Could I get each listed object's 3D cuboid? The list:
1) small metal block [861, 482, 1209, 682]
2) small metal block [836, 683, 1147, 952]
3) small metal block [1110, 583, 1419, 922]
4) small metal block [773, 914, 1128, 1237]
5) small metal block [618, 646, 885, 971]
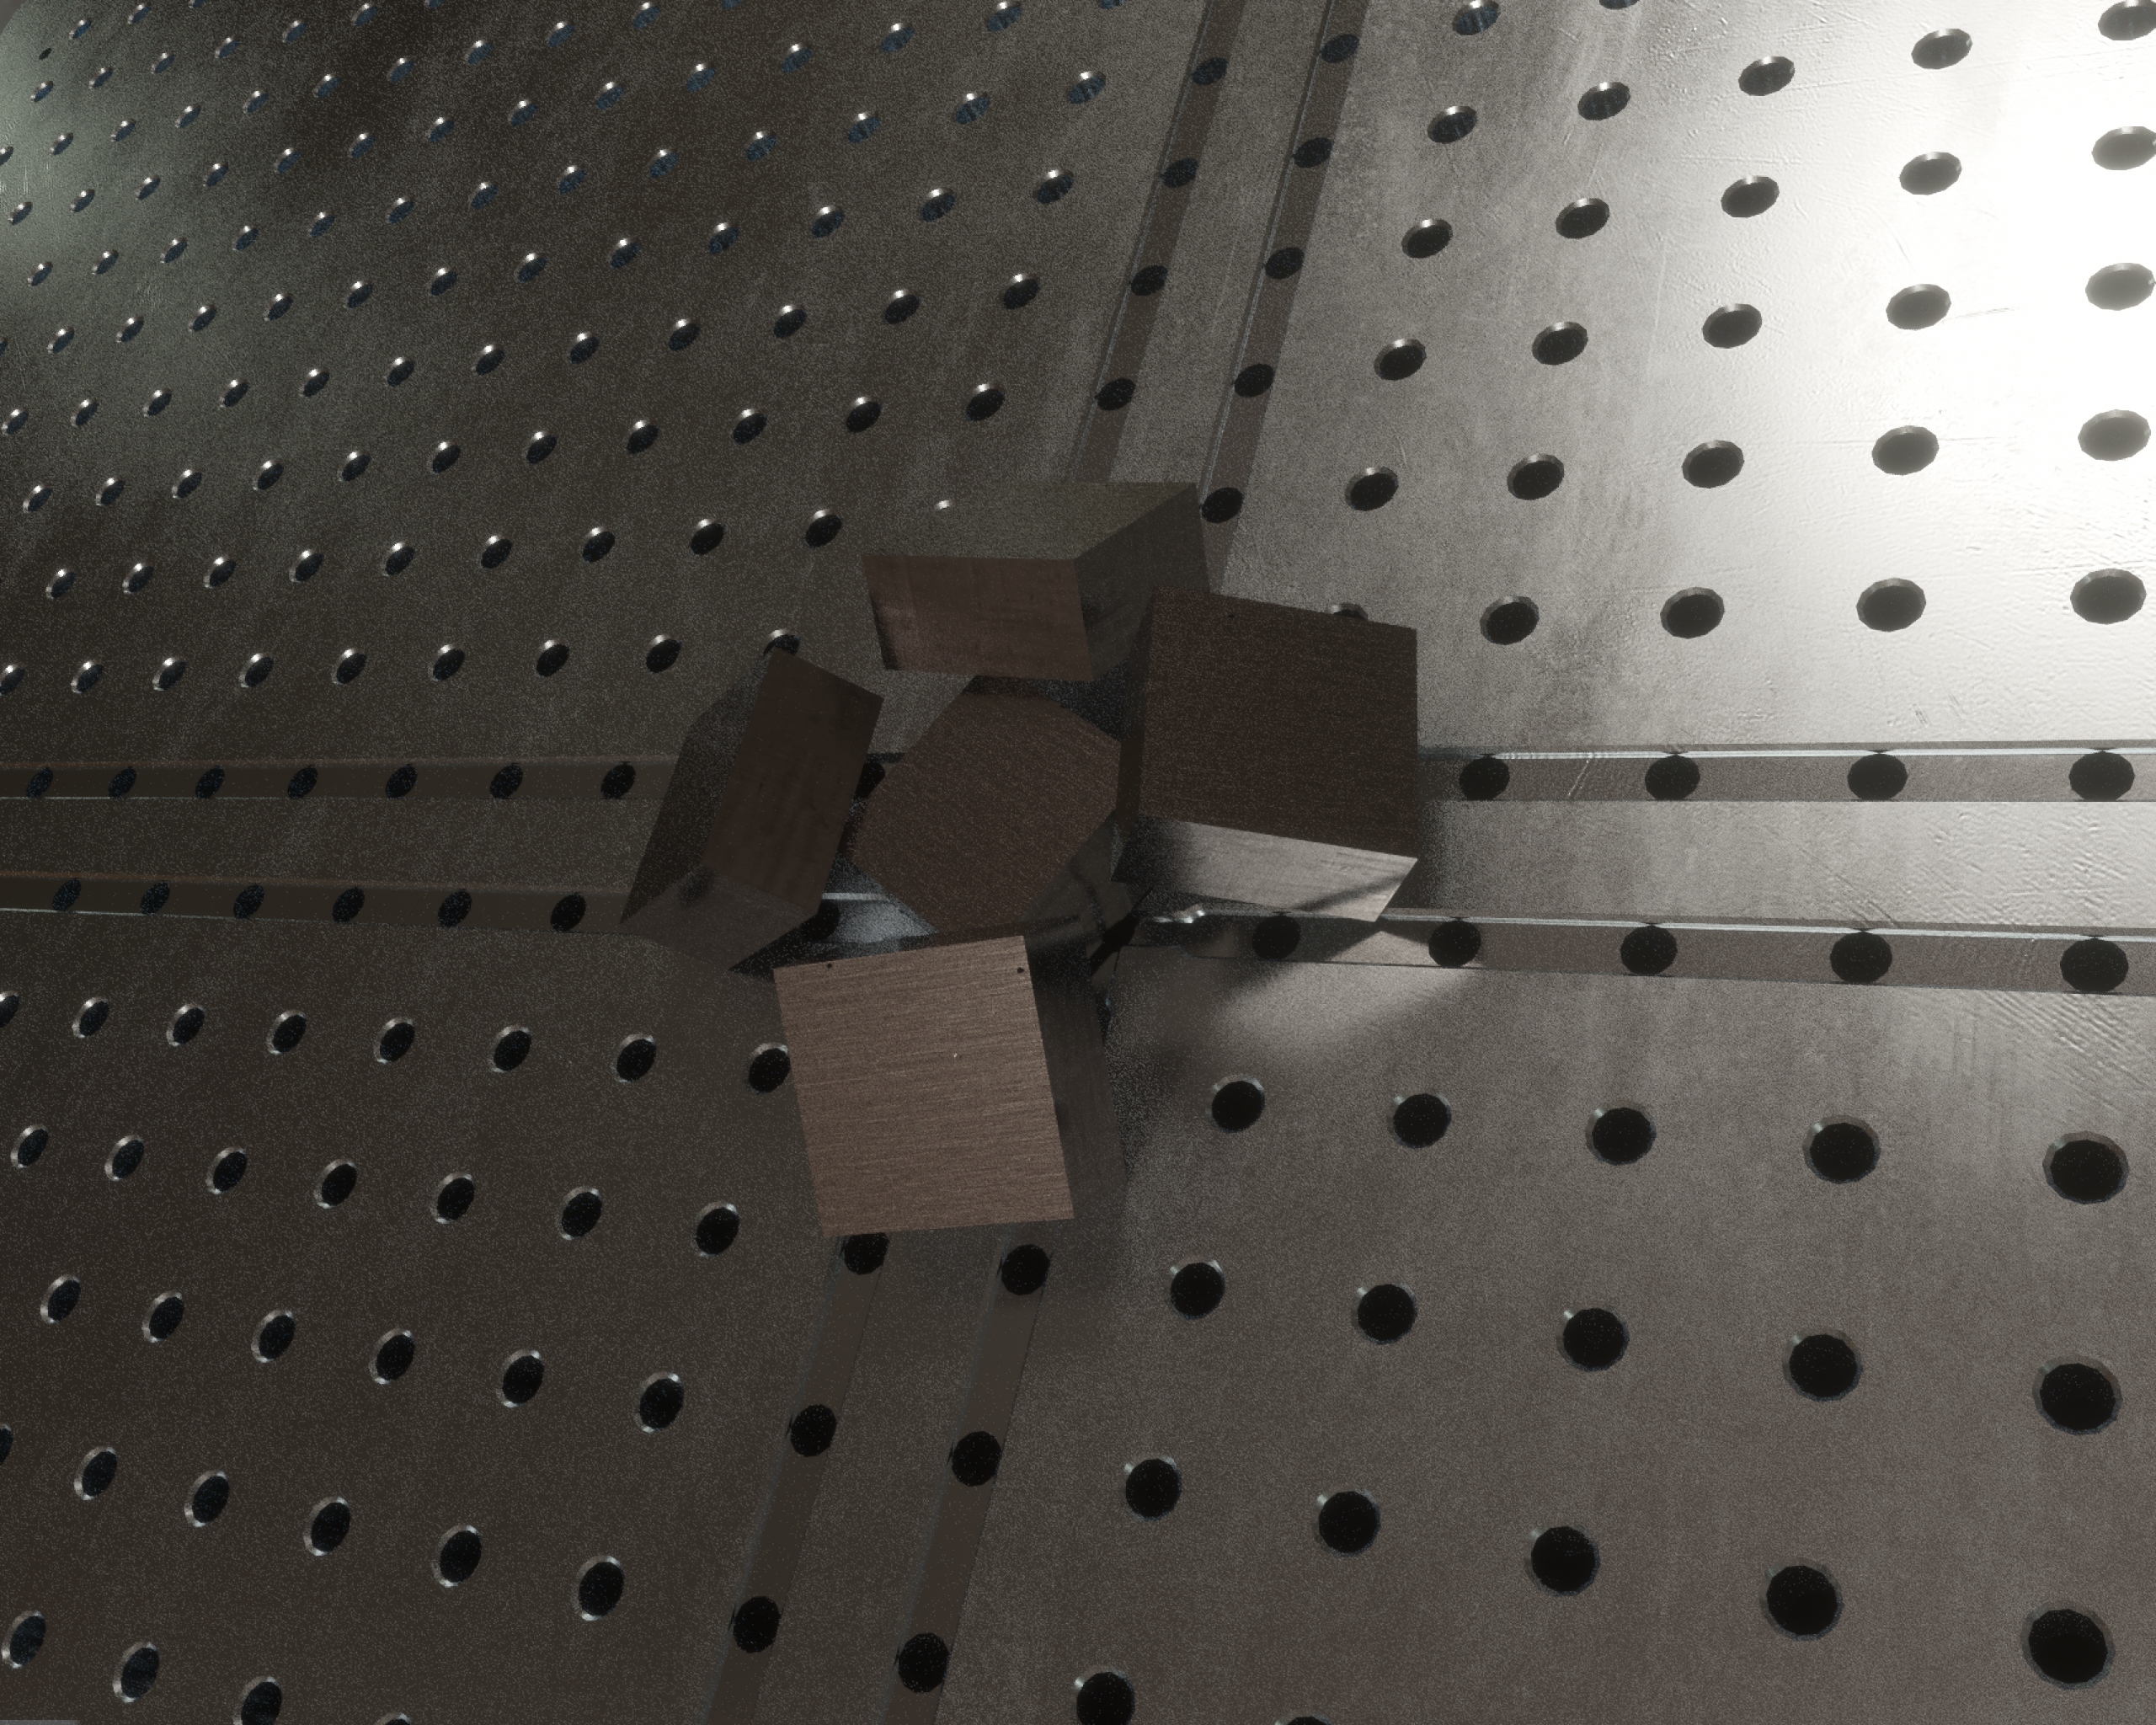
[{"bbox_3d":[-0.008,-0.059,0.431,0.050,0.025,0.050,6,29,31],"label":"small metal block"},{"bbox_3d":[-0.013,-0.006,0.416,0.050,0.025,0.050,-49,52,-7],"label":"small metal block"},{"bbox_3d":[0.035,-0.020,0.386,0.050,0.025,0.050,9,60,-7],"label":"small metal block"},{"bbox_3d":[-0.023,0.039,0.379,0.050,0.025,0.050,-9,94,23],"label":"small metal block"},{"bbox_3d":[-0.068,-0.010,0.434,0.050,0.025,0.050,-28,42,56],"label":"small metal block"}]
